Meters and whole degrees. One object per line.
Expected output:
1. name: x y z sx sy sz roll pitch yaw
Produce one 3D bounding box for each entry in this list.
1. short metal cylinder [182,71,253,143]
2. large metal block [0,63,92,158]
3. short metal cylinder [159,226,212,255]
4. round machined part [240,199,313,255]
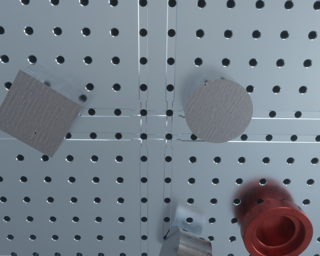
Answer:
1. short metal cylinder: 0.070 -0.027 0.391 0.081 0.050 0.079 0 110 0
2. large metal block: -0.146 -0.023 0.390 0.080 0.050 0.080 32 107 -11
3. short metal cylinder: 0.034 0.192 0.455 0.050 0.080 0.080 24 108 -9
4. round machined part: 0.168 0.147 0.460 0.099 0.042 0.097 0 110 0
